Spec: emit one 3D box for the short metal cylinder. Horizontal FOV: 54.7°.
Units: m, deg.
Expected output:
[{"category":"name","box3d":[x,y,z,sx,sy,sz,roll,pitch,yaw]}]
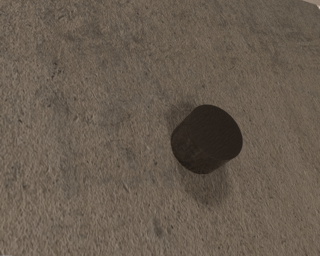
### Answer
[{"category":"short metal cylinder","box3d":[0.062,0.016,0.413,0.081,0.050,0.080,14,56,-21]}]
